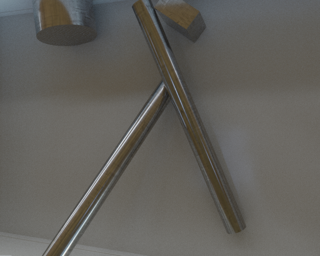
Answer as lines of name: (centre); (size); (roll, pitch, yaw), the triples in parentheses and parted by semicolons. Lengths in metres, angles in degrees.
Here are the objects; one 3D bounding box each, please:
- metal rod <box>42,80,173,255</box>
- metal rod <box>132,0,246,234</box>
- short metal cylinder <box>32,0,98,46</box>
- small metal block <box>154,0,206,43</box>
metal rod: (-0.062, 0.059, 0.368); (0.025, 0.025, 0.300); (28, 75, 17)
metal rod: (0.035, -0.015, 0.378); (0.025, 0.025, 0.299); (-23, 90, 18)
short metal cylinder: (-0.130, -0.150, 0.426); (0.080, 0.080, 0.050); (-9, 87, 19)
small metal block: (0.027, -0.138, 0.386); (0.050, 0.050, 0.025); (39, 98, 15)
